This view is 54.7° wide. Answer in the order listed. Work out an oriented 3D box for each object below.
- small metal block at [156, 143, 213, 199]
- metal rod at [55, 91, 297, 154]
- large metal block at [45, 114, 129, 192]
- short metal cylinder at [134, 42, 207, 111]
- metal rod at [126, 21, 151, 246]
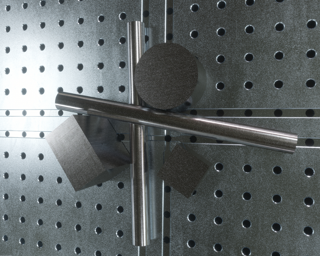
[{"bbox_3d":[0.032,0.054,0.401,0.050,0.025,0.050,35,101,16],"label":"small metal block"},{"bbox_3d":[0.010,-0.009,0.388,0.301,0.025,0.025,11,94,11],"label":"metal rod"},{"bbox_3d":[-0.090,0.030,0.413,0.050,0.080,0.080,-36,79,16],"label":"large metal block"},{"bbox_3d":[0.015,-0.062,0.393,0.080,0.050,0.079,0,90,19],"label":"short metal cylinder"},{"bbox_3d":[-0.029,0.007,0.422,0.025,0.025,0.298,-2,89,19],"label":"metal rod"}]
